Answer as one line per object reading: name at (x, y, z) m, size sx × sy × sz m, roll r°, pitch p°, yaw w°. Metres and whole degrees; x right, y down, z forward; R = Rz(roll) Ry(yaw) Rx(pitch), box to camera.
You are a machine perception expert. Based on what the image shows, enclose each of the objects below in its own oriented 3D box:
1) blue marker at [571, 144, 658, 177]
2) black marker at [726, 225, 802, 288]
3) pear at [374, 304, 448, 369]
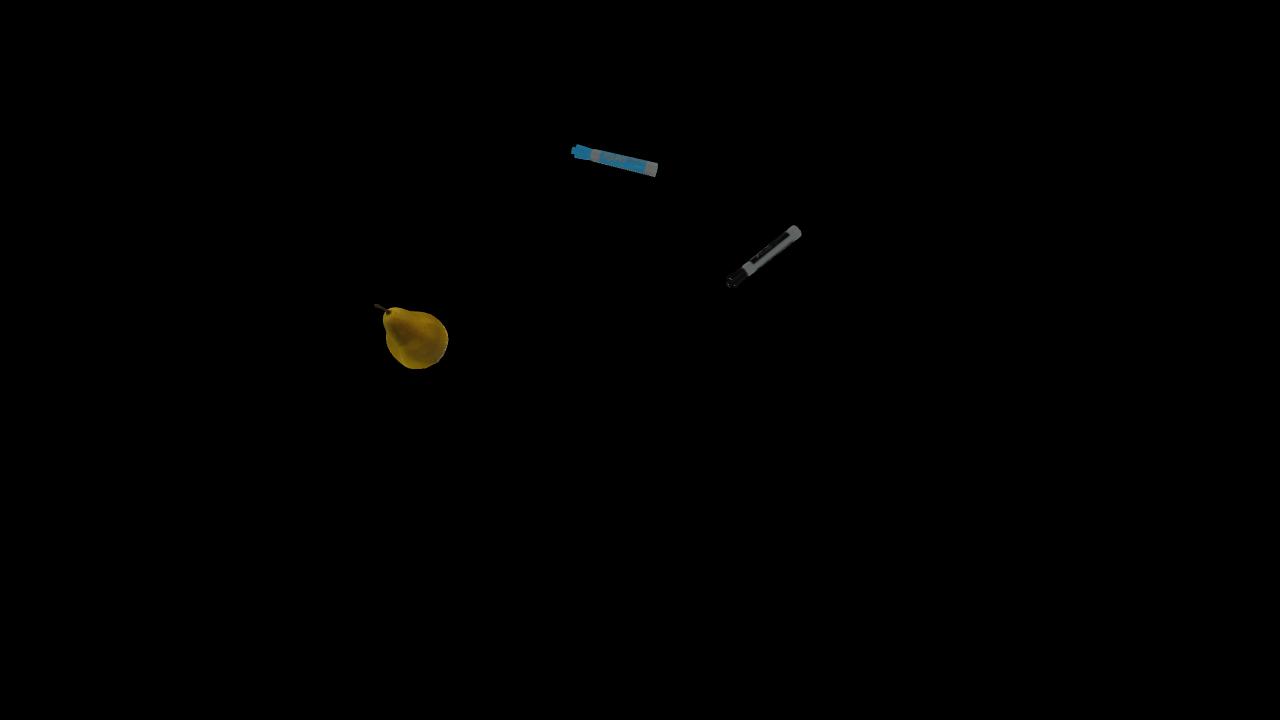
blue marker at (-0.036, -0.274, 0.844) m, size 0.121 × 0.020 × 0.020 m, roll 14°, pitch 1°, yaw 4°
black marker at (0.162, -0.135, 0.810) m, size 0.121 × 0.020 × 0.020 m, roll -38°, pitch 5°, yaw -7°
pear at (-0.291, -0.038, 0.778) m, size 0.080 × 0.080 × 0.111 m, roll 0°, pitch -26°, yaw 6°
